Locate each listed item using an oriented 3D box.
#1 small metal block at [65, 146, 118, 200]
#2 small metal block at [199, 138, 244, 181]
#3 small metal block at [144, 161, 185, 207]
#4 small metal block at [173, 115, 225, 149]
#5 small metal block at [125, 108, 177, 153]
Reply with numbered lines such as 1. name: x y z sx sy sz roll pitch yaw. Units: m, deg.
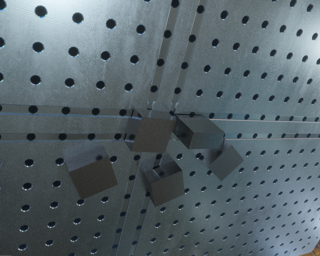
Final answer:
1. small metal block: -0.087 0.058 0.399 0.050 0.025 0.050 -22 127 -16
2. small metal block: 0.099 0.050 0.495 0.050 0.025 0.050 -43 129 2
3. small metal block: 0.008 0.084 0.467 0.050 0.025 0.050 -20 126 -17
4. small metal block: 0.051 0.005 0.425 0.050 0.050 0.025 0 118 -29
5. small metal block: -0.013 0.004 0.406 0.050 0.025 0.050 5 116 -31
